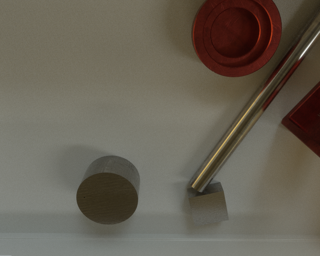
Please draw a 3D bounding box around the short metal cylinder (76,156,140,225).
[{"bbox_3d":[-0.069,0.085,0.428,0.081,0.050,0.079,0,110,-1],"label":"short metal cylinder"}]

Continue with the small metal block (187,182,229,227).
[{"bbox_3d":[0.070,0.112,0.454,0.050,0.025,0.050,-12,110,4],"label":"small metal block"}]

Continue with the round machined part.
[{"bbox_3d":[0.086,-0.112,0.362,0.099,0.042,0.097,0,110,-1],"label":"round machined part"}]

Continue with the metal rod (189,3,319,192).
[{"bbox_3d":[0.131,-0.036,0.399,0.025,0.025,0.298,30,107,-11],"label":"metal rod"}]

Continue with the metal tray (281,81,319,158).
[{"bbox_3d":[0.204,-0.010,0.354,0.030,0.130,0.090,37,106,-13],"label":"metal tray"}]
